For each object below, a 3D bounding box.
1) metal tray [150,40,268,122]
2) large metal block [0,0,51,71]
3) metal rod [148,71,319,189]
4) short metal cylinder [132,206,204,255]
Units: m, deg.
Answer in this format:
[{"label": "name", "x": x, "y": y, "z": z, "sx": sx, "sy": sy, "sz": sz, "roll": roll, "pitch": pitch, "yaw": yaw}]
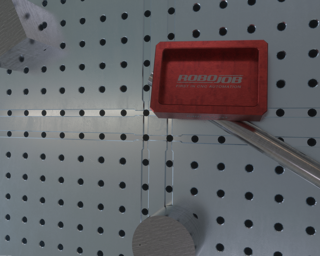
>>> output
[{"label": "metal tray", "x": 0.058, "y": -0.057, "z": 0.369, "sx": 0.131, "sy": 0.030, "sz": 0.090, "roll": 2, "pitch": 77, "yaw": 12}, {"label": "large metal block", "x": -0.231, "y": -0.148, "z": 0.481, "sx": 0.080, "sy": 0.050, "sz": 0.080, "roll": -27, "pitch": 81, "yaw": 18}, {"label": "metal rod", "x": 0.112, "y": 0.010, "z": 0.372, "sx": 0.300, "sy": 0.025, "sz": 0.025, "roll": 33, "pitch": 101, "yaw": 17}, {"label": "short metal cylinder", "x": 0.012, "y": 0.145, "z": 0.395, "sx": 0.080, "sy": 0.050, "sz": 0.079, "roll": 0, "pitch": 90, "yaw": 20}]
